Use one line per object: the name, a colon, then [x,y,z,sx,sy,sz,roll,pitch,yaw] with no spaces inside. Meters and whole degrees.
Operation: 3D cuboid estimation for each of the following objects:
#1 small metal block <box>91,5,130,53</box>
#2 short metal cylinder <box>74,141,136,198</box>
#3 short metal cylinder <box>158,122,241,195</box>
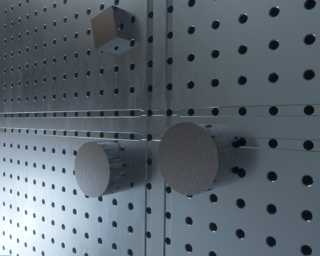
small metal block: [-0.077,-0.150,0.473,0.050,0.025,0.050,-16,80,39]
short metal cylinder: [-0.082,0.059,0.461,0.080,0.050,0.080,0,90,40]
short metal cylinder: [0.044,0.033,0.357,0.080,0.050,0.080,0,90,40]
